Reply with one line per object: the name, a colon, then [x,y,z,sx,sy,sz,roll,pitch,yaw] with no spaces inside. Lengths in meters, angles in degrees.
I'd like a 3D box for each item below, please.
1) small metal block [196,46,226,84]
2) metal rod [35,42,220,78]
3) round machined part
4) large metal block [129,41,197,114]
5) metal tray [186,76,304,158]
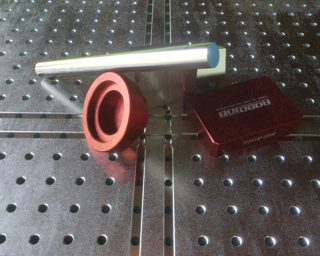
small metal block: [0.071,-0.095,0.469,0.050,0.050,0.025,-7,25,-6]
metal rod: [-0.066,-0.081,0.393,0.300,0.025,0.025,5,45,38]
round machined part: [-0.052,-0.018,0.387,0.042,0.097,0.098,8,38,-45]
large metal block: [0.004,-0.068,0.429,0.081,0.080,0.050,-8,51,-7]
metal tray: [0.112,-0.019,0.422,0.131,0.030,0.090,-16,52,-13]
